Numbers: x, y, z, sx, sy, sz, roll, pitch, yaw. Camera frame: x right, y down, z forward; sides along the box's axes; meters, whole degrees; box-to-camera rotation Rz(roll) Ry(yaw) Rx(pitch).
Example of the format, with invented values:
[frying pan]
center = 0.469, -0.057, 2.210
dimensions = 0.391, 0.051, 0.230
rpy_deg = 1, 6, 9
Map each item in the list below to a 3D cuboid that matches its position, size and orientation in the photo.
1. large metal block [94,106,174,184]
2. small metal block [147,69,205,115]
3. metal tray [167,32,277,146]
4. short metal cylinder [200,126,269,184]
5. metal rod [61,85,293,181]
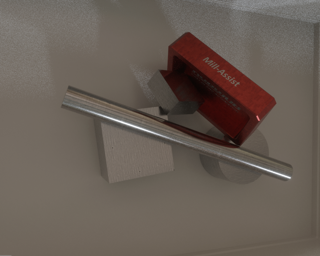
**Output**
[large metal block]
center = -0.034, 0.018, 0.385
dimensions = 0.081, 0.050, 0.079
rpy_deg = -8, 93, -20
[small metal block]
center = 0.020, -0.044, 0.382
dimensions = 0.050, 0.025, 0.050
rpy_deg = -5, 56, -47
[metal tray]
center = 0.065, -0.044, 0.373
dimensions = 0.130, 0.090, 0.030
rpy_deg = 43, 74, 15
[short metal cylinder]
center = 0.104, 0.035, 0.436
dimensions = 0.081, 0.050, 0.079
rpy_deg = 0, 90, -21
[metal rod]
center = 0.036, 0.014, 0.369
dimensions = 0.302, 0.025, 0.025
rpy_deg = 19, 84, -20
